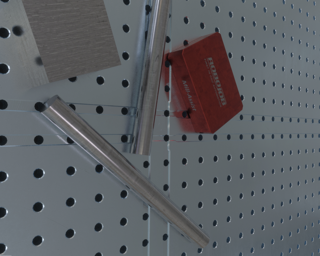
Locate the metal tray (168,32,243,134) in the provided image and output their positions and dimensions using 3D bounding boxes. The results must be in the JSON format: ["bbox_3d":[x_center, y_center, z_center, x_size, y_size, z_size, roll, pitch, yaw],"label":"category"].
[{"bbox_3d":[0.073,-0.067,0.467,0.091,0.030,0.129,-35,112,-34],"label":"metal tray"}]

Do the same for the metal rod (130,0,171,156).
[{"bbox_3d":[-0.005,-0.114,0.404,0.025,0.025,0.298,13,82,-39],"label":"metal rod"}]

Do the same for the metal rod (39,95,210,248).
[{"bbox_3d":[-0.025,0.071,0.388,0.300,0.025,0.025,48,62,-30],"label":"metal rod"}]

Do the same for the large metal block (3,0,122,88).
[{"bbox_3d":[-0.096,-0.091,0.312,0.081,0.050,0.080,-24,106,-37],"label":"large metal block"}]
